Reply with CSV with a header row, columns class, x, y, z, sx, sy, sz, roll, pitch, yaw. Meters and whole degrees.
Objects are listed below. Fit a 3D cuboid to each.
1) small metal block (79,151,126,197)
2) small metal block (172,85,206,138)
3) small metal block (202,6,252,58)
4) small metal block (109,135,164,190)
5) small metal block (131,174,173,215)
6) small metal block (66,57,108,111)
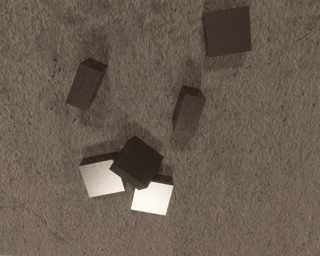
class,x,y,z,sx,sy,sz,roll,pitch,yaw
small metal block,-0.079,0.065,0.433,0.050,0.025,0.050,-12,110,4
small metal block,0.035,-0.022,0.389,0.025,0.050,0.050,14,109,-6
small metal block,0.079,-0.115,0.369,0.050,0.025,0.050,-9,110,3
small metal block,-0.030,0.047,0.411,0.050,0.050,0.025,39,147,-13
small metal block,-0.011,0.093,0.444,0.050,0.025,0.050,11,110,-5
small metal block,-0.087,-0.054,0.375,0.025,0.050,0.050,23,108,-9
